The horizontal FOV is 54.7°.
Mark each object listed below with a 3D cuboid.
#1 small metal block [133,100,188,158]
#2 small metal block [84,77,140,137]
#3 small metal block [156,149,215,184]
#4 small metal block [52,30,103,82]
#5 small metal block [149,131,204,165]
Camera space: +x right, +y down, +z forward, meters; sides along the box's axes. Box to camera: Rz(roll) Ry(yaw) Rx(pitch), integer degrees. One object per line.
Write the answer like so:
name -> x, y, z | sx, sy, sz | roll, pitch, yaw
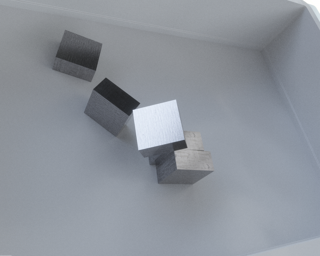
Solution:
small metal block -> 0.000, 0.001, 0.347 | 0.050, 0.025, 0.050 | -13, 63, 6
small metal block -> -0.059, -0.024, 0.373 | 0.050, 0.050, 0.025 | 37, 51, -2
small metal block -> 0.029, 0.048, 0.377 | 0.050, 0.050, 0.025 | 6, 60, -26
small metal block -> -0.107, -0.094, 0.406 | 0.050, 0.025, 0.050 | 17, 55, -19
small metal block -> 0.018, 0.025, 0.385 | 0.050, 0.050, 0.025 | 5, 61, -27
